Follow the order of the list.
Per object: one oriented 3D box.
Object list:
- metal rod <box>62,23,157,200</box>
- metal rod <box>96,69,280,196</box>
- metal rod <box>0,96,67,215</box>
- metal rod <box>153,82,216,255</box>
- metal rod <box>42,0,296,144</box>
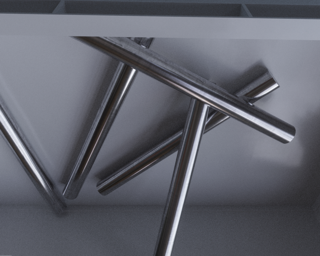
[{"bbox_3d":[-0.079,0.001,0.408,0.025,0.025,0.298,20,127,-17],"label":"metal rod"},{"bbox_3d":[0.021,0.018,0.425,0.299,0.025,0.025,-34,123,25],"label":"metal rod"},{"bbox_3d":[-0.194,0.023,0.425,0.025,0.025,0.298,-8,130,6],"label":"metal rod"},{"bbox_3d":[0.023,0.085,0.403,0.025,0.025,0.298,10,105,-9],"label":"metal rod"},{"bbox_3d":[0.028,-0.049,0.333,0.302,0.025,0.025,24,126,-20],"label":"metal rod"}]
